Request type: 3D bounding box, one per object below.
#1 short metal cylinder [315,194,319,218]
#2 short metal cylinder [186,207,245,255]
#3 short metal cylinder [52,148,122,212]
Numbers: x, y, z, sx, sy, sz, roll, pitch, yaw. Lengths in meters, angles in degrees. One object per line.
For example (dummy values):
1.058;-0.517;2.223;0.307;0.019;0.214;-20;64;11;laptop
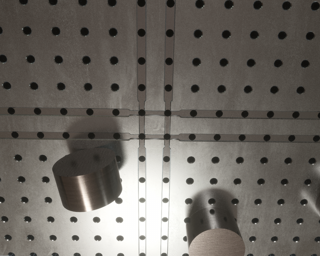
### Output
0.278;0.123;0.450;0.081;0.050;0.079;0;110;-1;short metal cylinder
0.081;0.167;0.463;0.081;0.050;0.079;0;110;-1;short metal cylinder
-0.094;0.065;0.407;0.080;0.080;0.050;-8;110;2;short metal cylinder
